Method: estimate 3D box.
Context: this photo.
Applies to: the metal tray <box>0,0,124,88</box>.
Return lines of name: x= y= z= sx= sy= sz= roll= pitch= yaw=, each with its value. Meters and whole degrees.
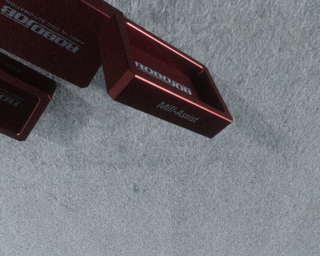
metal tray: x=-0.113 y=-0.107 z=0.311 sx=0.131 sy=0.030 sz=0.090 roll=27 pitch=125 yaw=-22

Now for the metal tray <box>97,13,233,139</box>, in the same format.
metal tray: x=0.007 y=-0.048 z=0.302 sx=0.131 sy=0.090 sz=0.030 roll=20 pitch=129 yaw=-38

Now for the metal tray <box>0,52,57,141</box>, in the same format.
metal tray: x=-0.202 y=-0.046 z=0.361 sx=0.131 sy=0.030 sz=0.090 roll=29 pitch=124 yaw=-23
